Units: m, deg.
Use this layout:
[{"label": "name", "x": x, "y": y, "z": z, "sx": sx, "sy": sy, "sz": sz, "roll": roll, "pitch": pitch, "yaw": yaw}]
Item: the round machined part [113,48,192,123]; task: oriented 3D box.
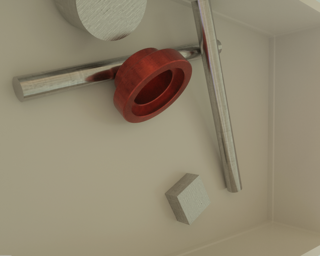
[{"label": "round machined part", "x": -0.014, "y": -0.054, "z": 0.363, "sx": 0.099, "sy": 0.097, "sz": 0.042, "roll": -23, "pitch": 64, "yaw": -38}]

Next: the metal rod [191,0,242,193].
[{"label": "metal rod", "x": 0.089, "y": -0.035, "z": 0.461, "sx": 0.025, "sy": 0.025, "sz": 0.298, "roll": -31, "pitch": 116, "yaw": -36}]

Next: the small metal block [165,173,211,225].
[{"label": "small metal block", "x": 0.041, "y": 0.101, "z": 0.443, "sx": 0.050, "sy": 0.025, "sz": 0.050, "roll": -37, "pitch": 113, "yaw": -34}]

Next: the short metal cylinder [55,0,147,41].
[{"label": "short metal cylinder", "x": -0.061, "y": -0.137, "z": 0.321, "sx": 0.081, "sy": 0.050, "sz": 0.079, "roll": -25, "pitch": 132, "yaw": -31}]

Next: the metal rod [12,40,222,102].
[{"label": "metal rod", "x": -0.024, "y": -0.081, "z": 0.387, "sx": 0.302, "sy": 0.025, "sz": 0.025, "roll": -22, "pitch": 104, "yaw": -38}]
